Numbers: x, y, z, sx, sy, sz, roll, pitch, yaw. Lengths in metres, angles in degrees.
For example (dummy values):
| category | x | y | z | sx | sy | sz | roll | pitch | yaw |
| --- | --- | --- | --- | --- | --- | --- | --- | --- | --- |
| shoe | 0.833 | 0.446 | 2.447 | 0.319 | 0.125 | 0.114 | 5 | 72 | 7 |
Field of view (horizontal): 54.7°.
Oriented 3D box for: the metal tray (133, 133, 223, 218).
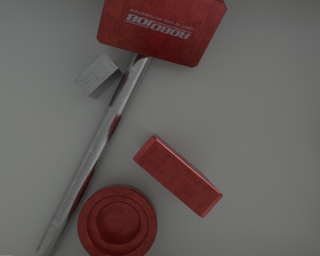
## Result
| category | x | y | z | sx | sy | sz | roll | pitch | yaw |
| --- | --- | --- | --- | --- | --- | --- | --- | --- | --- |
| metal tray | 0.017 | 0.047 | 0.359 | 0.090 | 0.130 | 0.030 | 41 | 90 | -1 |

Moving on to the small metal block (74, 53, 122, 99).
| category | x | y | z | sx | sy | sz | roll | pitch | yaw |
| --- | --- | --- | --- | --- | --- | --- | --- | --- | --- |
| small metal block | -0.077 | -0.065 | 0.398 | 0.050 | 0.050 | 0.025 | -43 | 91 | 0 |

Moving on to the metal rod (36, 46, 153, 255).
| category | x | y | z | sx | sy | sz | roll | pitch | yaw |
| --- | --- | --- | --- | --- | --- | --- | --- | --- | --- |
| metal rod | -0.085 | 0.031 | 0.410 | 0.025 | 0.025 | 0.299 | 27 | 90 | -1 |

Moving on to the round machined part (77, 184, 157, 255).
| category | x | y | z | sx | sy | sz | roll | pitch | yaw |
| --- | --- | --- | --- | --- | --- | --- | --- | --- | --- |
| round machined part | -0.053 | 0.121 | 0.402 | 0.099 | 0.042 | 0.097 | 0 | 90 | -1 |

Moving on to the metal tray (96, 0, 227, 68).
| category | x | y | z | sx | sy | sz | roll | pitch | yaw |
| --- | --- | --- | --- | --- | --- | --- | --- | --- | --- |
| metal tray | 0.000 | -0.129 | 0.365 | 0.131 | 0.030 | 0.089 | 12 | 134 | -17 |
